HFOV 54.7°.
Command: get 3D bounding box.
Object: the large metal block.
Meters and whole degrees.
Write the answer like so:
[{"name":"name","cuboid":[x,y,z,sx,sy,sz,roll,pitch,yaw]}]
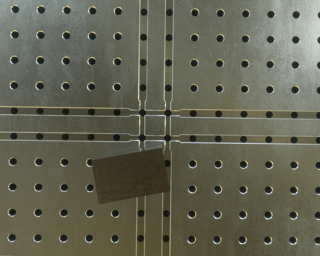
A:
[{"name":"large metal block","cuboid":[-0.033,0.053,0.386,0.080,0.080,0.050,-10,90,0]}]
